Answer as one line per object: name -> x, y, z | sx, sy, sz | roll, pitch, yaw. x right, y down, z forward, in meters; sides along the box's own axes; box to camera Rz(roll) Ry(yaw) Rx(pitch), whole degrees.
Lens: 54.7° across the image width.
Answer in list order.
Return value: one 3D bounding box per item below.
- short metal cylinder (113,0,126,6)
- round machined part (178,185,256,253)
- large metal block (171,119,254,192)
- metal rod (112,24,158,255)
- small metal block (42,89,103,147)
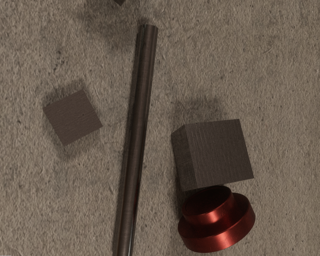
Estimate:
short metal cylinder -> -0.043, -0.193, 0.364 | 0.050, 0.080, 0.080 | 36, 78, -17
round machined part -> 0.067, 0.109, 0.396 | 0.099, 0.098, 0.042 | -29, 100, -18
large metal block -> 0.067, 0.036, 0.411 | 0.081, 0.050, 0.080 | -6, 76, -20
metal rod -> -0.031, 0.017, 0.398 | 0.025, 0.025, 0.298 | 7, 88, -20
small metal block -> -0.104, -0.012, 0.371 | 0.050, 0.025, 0.050 | -30, 100, -18
